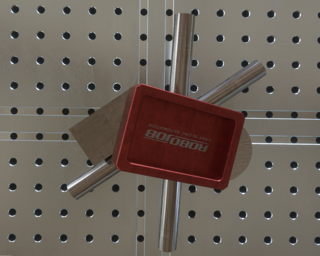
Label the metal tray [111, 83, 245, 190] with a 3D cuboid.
[{"bbox_3d":[0.022,0.012,0.341,0.131,0.030,0.089,14,90,-19],"label":"metal tray"}]

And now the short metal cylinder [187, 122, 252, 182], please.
[{"bbox_3d":[0.072,0.026,0.401,0.081,0.050,0.079,0,90,-1],"label":"short metal cylinder"}]

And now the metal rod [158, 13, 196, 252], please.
[{"bbox_3d":[0.020,0.013,0.391,0.025,0.025,0.298,4,99,-1],"label":"metal rod"}]

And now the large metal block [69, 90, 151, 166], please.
[{"bbox_3d":[-0.054,0.000,0.385,0.080,0.080,0.050,-34,90,0],"label":"large metal block"}]

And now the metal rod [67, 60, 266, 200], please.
[{"bbox_3d":[0.009,0.002,0.414,0.301,0.025,0.025,-34,90,-1],"label":"metal rod"}]
